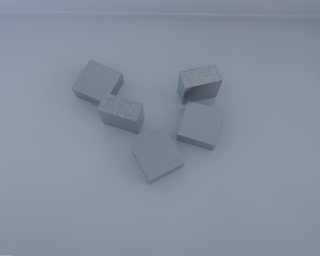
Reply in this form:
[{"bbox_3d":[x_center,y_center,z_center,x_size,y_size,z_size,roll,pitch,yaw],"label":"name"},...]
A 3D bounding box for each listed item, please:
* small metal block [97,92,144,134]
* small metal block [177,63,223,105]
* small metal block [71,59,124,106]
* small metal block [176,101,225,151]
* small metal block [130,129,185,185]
[{"bbox_3d":[-0.049,-0.018,0.402,0.050,0.050,0.025,17,71,5],"label":"small metal block"},{"bbox_3d":[0.052,-0.058,0.418,0.050,0.050,0.025,-14,71,-5],"label":"small metal block"},{"bbox_3d":[-0.085,-0.060,0.431,0.050,0.025,0.050,24,72,8],"label":"small metal block"},{"bbox_3d":[0.054,-0.003,0.411,0.050,0.025,0.050,16,71,5],"label":"small metal block"},{"bbox_3d":[-0.003,0.037,0.396,0.050,0.025,0.050,-27,72,-10],"label":"small metal block"}]
